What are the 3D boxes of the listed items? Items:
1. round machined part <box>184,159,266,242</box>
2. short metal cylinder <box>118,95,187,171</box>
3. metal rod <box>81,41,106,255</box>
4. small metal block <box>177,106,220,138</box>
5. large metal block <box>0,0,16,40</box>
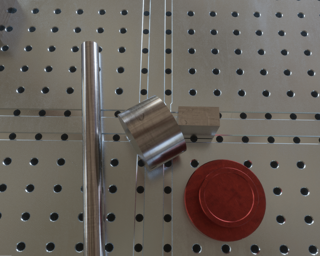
[{"bbox_3d":[0.079,0.085,0.373,0.099,0.042,0.098,0,70,-1],"label":"round machined part"},{"bbox_3d":[-0.010,0.007,0.380,0.050,0.080,0.080,-29,73,-10],"label":"short metal cylinder"},{"bbox_3d":[-0.088,0.020,0.403,0.025,0.025,0.299,-5,70,-2],"label":"metal rod"},{"bbox_3d":[0.048,-0.006,0.401,0.050,0.050,0.025,1,70,0],"label":"small metal block"},{"bbox_3d":[-0.277,-0.184,0.462,0.080,0.050,0.080,7,70,2],"label":"large metal block"}]
